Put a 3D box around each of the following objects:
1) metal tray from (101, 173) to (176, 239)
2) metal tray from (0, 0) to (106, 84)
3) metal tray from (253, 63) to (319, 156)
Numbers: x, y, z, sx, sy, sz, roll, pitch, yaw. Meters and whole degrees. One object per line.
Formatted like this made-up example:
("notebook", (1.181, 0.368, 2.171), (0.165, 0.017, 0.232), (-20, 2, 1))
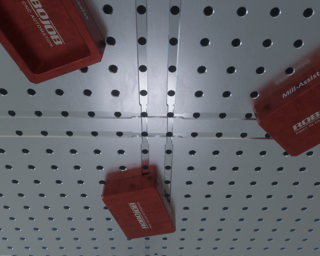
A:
("metal tray", (-0.032, 0.136, 0.523), (0.090, 0.030, 0.130), (-12, 129, 10))
("metal tray", (-0.124, -0.115, 0.309), (0.090, 0.030, 0.130), (-16, 129, 13))
("metal tray", (0.198, -0.026, 0.387), (0.130, 0.030, 0.090), (-37, 121, 27))
